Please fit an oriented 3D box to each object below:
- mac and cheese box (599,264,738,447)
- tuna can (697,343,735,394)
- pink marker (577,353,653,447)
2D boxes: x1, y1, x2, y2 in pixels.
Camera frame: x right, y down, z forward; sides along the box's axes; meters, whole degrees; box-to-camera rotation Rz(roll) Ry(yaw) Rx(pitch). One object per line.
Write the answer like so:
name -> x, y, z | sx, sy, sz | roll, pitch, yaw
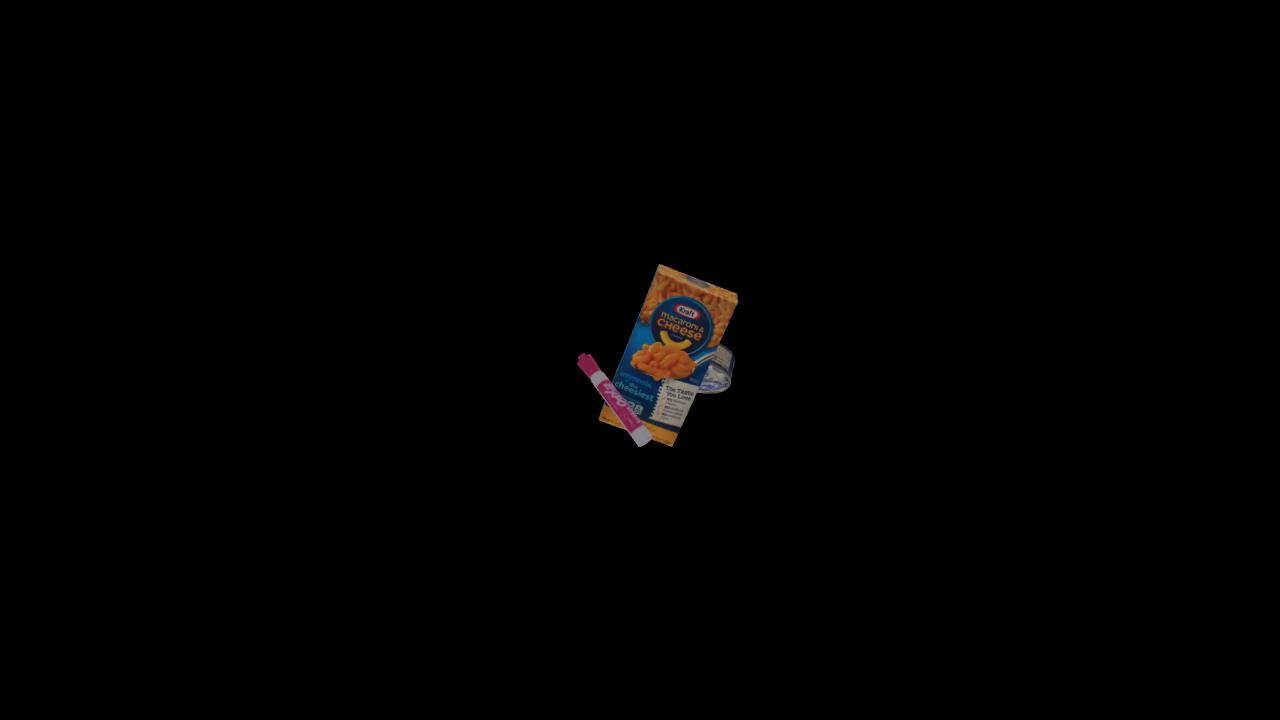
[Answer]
mac and cheese box -> 0.028, -0.002, 0.673 | 0.093, 0.184, 0.041 | 21, 21, -1
tuna can -> 0.068, 0.006, 0.721 | 0.084, 0.034, 0.084 | 13, -26, 6
pink marker -> -0.029, 0.040, 0.656 | 0.020, 0.121, 0.020 | -34, -19, -13
